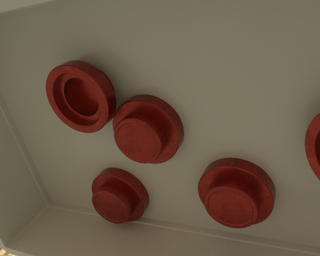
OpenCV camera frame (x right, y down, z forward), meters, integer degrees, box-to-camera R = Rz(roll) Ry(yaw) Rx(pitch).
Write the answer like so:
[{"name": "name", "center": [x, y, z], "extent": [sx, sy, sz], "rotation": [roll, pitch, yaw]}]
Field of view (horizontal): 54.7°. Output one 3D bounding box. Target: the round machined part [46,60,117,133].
[{"name": "round machined part", "center": [-0.101, -0.045, 0.421], "extent": [0.098, 0.042, 0.097], "rotation": [13, 124, 20]}]

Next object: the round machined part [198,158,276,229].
[{"name": "round machined part", "center": [0.096, 0.091, 0.403], "extent": [0.098, 0.042, 0.097], "rotation": [13, 124, 20]}]

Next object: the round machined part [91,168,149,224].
[{"name": "round machined part", "center": [-0.071, 0.117, 0.505], "extent": [0.098, 0.042, 0.097], "rotation": [13, 124, 20]}]

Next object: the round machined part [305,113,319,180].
[{"name": "round machined part", "center": [0.193, 0.020, 0.290], "extent": [0.098, 0.042, 0.097], "rotation": [41, 141, 45]}]

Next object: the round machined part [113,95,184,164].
[{"name": "round machined part", "center": [-0.021, 0.008, 0.413], "extent": [0.098, 0.042, 0.097], "rotation": [13, 124, 20]}]
